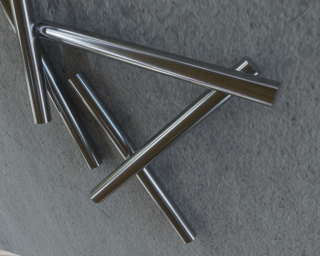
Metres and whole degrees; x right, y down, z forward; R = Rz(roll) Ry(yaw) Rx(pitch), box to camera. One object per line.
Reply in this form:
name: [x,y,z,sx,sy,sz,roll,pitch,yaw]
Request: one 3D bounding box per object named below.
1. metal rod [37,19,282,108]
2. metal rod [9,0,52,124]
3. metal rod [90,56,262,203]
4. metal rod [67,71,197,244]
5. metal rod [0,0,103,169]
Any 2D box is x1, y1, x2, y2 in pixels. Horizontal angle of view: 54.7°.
metal rod: [-0.021,-0.080,0.346,0.301,0.025,0.025,21,126,23]
metal rod: [-0.170,-0.147,0.382,0.025,0.025,0.298,10,116,23]
metal rod: [0.000,0.020,0.395,0.025,0.025,0.299,46,122,-4]
metal rod: [-0.034,0.051,0.454,0.025,0.025,0.299,-24,106,36]
metal rod: [-0.158,-0.071,0.443,0.025,0.025,0.299,-10,114,32]
